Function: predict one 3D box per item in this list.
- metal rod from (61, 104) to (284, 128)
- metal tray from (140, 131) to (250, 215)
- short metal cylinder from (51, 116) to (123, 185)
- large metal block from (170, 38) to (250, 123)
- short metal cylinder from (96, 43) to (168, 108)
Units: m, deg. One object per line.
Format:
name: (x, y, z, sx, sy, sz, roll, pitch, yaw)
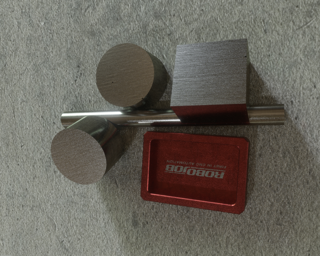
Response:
metal rod: (0.003, -0.014, 0.410, 0.301, 0.025, 0.025, -1, 90, 19)
metal tray: (0.043, 0.052, 0.391, 0.130, 0.030, 0.089, 4, 91, 19)
short metal cylinder: (-0.097, 0.029, 0.418, 0.080, 0.050, 0.079, 7, 113, 16)
large metal block: (0.062, -0.053, 0.362, 0.080, 0.050, 0.080, -1, 69, 20)
short metal cylinder: (-0.036, -0.066, 0.410, 0.080, 0.050, 0.080, 0, 89, 20)
